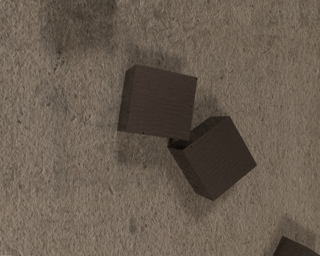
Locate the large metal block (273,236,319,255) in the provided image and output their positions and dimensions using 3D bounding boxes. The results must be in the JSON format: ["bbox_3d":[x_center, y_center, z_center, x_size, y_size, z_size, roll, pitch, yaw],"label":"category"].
[{"bbox_3d":[0.217,0.228,0.479,0.080,0.050,0.080,34,79,-17],"label":"large metal block"}]

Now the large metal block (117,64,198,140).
[{"bbox_3d":[-0.004,-0.030,0.395,0.081,0.050,0.080,9,87,-20],"label":"large metal block"}]

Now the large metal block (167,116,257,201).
[{"bbox_3d":[0.071,0.039,0.423,0.080,0.050,0.080,-35,102,-17],"label":"large metal block"}]
